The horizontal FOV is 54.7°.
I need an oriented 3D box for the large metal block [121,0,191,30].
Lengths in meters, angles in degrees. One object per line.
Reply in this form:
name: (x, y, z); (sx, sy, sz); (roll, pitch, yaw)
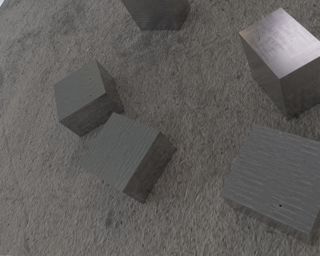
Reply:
large metal block: (-0.008, -0.205, 0.498); (0.080, 0.080, 0.050); (12, 68, 33)

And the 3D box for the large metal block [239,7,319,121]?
large metal block: (0.136, -0.068, 0.339); (0.050, 0.080, 0.080); (-30, 52, 9)

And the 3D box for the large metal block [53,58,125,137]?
large metal block: (-0.110, -0.046, 0.474); (0.080, 0.050, 0.080); (-30, 52, 9)

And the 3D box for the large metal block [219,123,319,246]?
large metal block: (0.116, 0.052, 0.295); (0.080, 0.050, 0.080); (20, 72, 35)

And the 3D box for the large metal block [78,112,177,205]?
large metal block: (-0.040, 0.036, 0.387); (0.080, 0.050, 0.080); (22, 73, 36)
